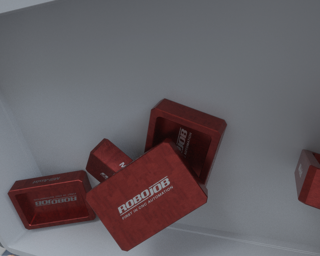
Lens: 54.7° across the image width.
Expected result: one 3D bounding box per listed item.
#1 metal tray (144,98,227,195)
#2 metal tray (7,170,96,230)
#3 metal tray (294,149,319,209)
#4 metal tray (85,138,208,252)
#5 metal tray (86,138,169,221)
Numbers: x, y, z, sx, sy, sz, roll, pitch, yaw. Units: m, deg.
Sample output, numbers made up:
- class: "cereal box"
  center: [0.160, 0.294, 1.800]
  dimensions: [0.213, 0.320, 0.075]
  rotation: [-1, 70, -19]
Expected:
- class: "metal tray"
  center: [0.027, 0.035, 0.412]
  dimensions: [0.090, 0.030, 0.129]
  rotation: [21, 127, 15]
- class: "metal tray"
  center: [-0.186, 0.128, 0.548]
  dimensions: [0.131, 0.030, 0.089]
  rotation: [-10, 116, 4]
- class: "metal tray"
  center: [0.174, 0.053, 0.280]
  dimensions: [0.090, 0.131, 0.030]
  rotation: [18, 99, 20]
- class: "metal tray"
  center: [-0.017, 0.085, 0.394]
  dimensions: [0.130, 0.030, 0.090]
  rotation: [-35, 91, 10]
- class: "metal tray"
  center: [-0.048, 0.081, 0.459]
  dimensions: [0.130, 0.030, 0.090]
  rotation: [40, 151, 2]
